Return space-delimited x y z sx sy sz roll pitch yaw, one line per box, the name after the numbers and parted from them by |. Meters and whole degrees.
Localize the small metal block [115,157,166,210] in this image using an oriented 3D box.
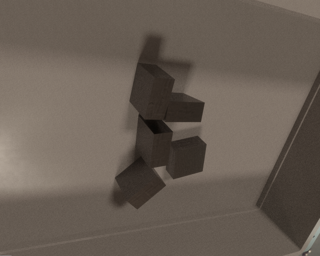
-0.028 0.073 0.424 0.050 0.050 0.025 -40 130 -2 | small metal block

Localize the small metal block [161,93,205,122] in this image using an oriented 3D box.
0.019 -0.027 0.386 0.050 0.050 0.025 -1 109 -29 | small metal block

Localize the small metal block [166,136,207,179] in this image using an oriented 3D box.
0.038 0.043 0.458 0.050 0.025 0.050 -11 123 -23 | small metal block

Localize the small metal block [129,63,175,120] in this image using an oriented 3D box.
-0.011 -0.043 0.361 0.025 0.050 0.050 1 118 -29 | small metal block

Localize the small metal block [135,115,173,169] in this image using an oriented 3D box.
-0.009 0.016 0.399 0.025 0.050 0.050 -7 122 -25 | small metal block
